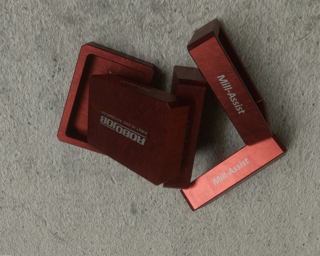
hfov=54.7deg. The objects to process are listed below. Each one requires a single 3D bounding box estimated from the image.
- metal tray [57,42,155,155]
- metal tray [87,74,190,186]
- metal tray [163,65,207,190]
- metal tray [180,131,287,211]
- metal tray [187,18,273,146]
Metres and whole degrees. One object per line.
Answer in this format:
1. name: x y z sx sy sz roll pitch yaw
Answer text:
1. metal tray: -0.069 -0.033 0.395 0.091 0.030 0.129 19 109 -7
2. metal tray: -0.031 -0.004 0.349 0.130 0.030 0.089 24 116 38
3. metal tray: 0.026 -0.003 0.376 0.030 0.090 0.129 6 111 -3
4. metal tray: 0.097 0.056 0.398 0.130 0.090 0.030 -36 71 12
5. metal tray: 0.082 -0.055 0.355 0.030 0.090 0.130 -27 109 24
